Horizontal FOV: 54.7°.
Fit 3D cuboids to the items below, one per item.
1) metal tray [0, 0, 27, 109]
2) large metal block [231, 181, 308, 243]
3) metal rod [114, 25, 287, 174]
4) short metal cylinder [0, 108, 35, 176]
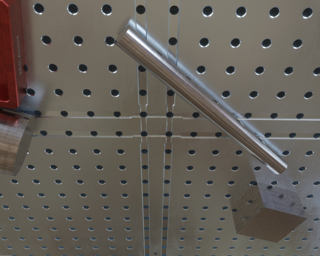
[{"bbox_3d":[-0.198,-0.086,0.332,0.091,0.030,0.129,9,130,-8],"label":"metal tray"},{"bbox_3d":[0.179,0.142,0.518,0.081,0.050,0.079,17,128,-14],"label":"large metal block"},{"bbox_3d":[0.069,-0.020,0.394,0.301,0.025,0.025,36,122,-27],"label":"metal rod"},{"bbox_3d":[-0.195,0.015,0.387,0.050,0.080,0.079,16,128,-13],"label":"short metal cylinder"}]
